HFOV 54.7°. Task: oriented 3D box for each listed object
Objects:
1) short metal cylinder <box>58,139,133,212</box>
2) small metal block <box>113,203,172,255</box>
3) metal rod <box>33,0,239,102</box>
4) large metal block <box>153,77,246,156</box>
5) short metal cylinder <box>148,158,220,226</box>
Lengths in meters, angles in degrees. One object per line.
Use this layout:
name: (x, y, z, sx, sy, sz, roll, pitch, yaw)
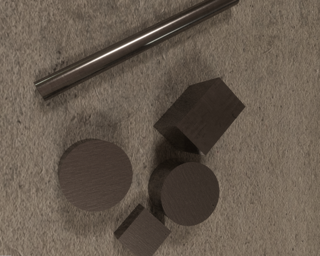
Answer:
short metal cylinder: (-0.078, 0.053, 0.368, 0.081, 0.050, 0.079, 0, 90, -21)
small metal block: (-0.023, 0.136, 0.402, 0.050, 0.025, 0.050, 46, 76, -15)
metal rod: (-0.017, -0.116, 0.403, 0.302, 0.025, 0.025, -31, 101, -18)
large metal block: (0.047, -0.014, 0.399, 0.050, 0.080, 0.080, 45, 76, -15)
short metal cylinder: (0.030, 0.082, 0.408, 0.081, 0.050, 0.079, 0, 90, -21)
